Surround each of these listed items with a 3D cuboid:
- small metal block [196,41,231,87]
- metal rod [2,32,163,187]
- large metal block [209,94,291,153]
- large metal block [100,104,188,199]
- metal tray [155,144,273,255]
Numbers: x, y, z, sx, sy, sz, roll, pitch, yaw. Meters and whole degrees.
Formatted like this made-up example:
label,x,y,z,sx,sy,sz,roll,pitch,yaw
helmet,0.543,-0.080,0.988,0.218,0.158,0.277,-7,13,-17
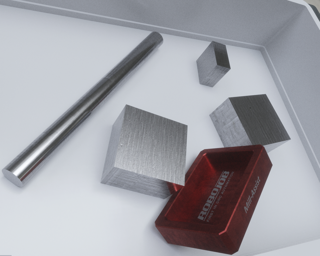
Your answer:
label,x,y,z,sx,sy,sz,roll,pitch,yaw
small metal block,0.085,-0.102,0.500,0.025,0.050,0.050,11,57,-23
metal rod,-0.074,-0.046,0.394,0.025,0.025,0.301,38,51,-3
large metal block,0.134,-0.002,0.465,0.081,0.050,0.080,-8,66,-32
large metal block,-0.017,0.029,0.364,0.081,0.050,0.080,19,54,-18
metal tray,0.064,0.074,0.352,0.131,0.090,0.030,-50,119,-39
